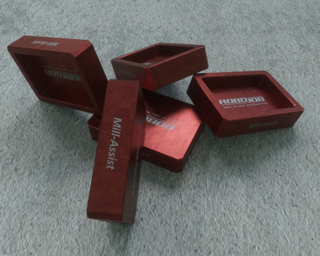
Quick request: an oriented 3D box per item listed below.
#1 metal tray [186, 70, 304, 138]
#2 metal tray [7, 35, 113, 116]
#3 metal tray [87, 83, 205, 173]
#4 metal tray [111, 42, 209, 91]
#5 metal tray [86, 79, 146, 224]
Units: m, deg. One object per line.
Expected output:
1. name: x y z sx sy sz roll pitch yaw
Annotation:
1. metal tray: 0.112 -0.036 0.412 0.131 0.030 0.090 -7 49 -26
2. metal tray: -0.127 -0.069 0.399 0.130 0.090 0.030 14 50 32
3. metal tray: -0.015 -0.005 0.405 0.130 0.030 0.090 20 53 15
4. metal tray: -0.005 -0.092 0.440 0.091 0.030 0.130 -25 26 -20
5. metal tray: -0.038 0.028 0.313 0.030 0.090 0.130 4 71 4
